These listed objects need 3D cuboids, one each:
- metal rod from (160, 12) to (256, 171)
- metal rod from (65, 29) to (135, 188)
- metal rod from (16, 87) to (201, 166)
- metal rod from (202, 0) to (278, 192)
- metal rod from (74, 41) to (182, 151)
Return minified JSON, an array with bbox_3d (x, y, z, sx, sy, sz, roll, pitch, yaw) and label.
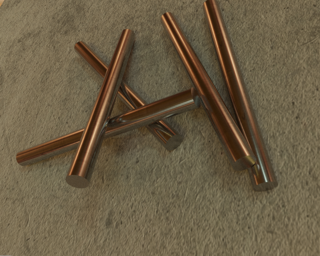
[{"bbox_3d":[0.048,-0.071,0.407,0.025,0.025,0.300,-28,48,11],"label":"metal rod"},{"bbox_3d":[-0.071,-0.051,0.428,0.025,0.025,0.300,-13,42,21],"label":"metal rod"},{"bbox_3d":[-0.087,0.006,0.424,0.300,0.025,0.025,-18,55,25],"label":"metal rod"},{"bbox_3d":[0.092,-0.065,0.395,0.025,0.025,0.299,-19,54,17],"label":"metal rod"},{"bbox_3d":[-0.064,-0.065,0.477,0.025,0.025,0.300,-43,51,-2],"label":"metal rod"}]
